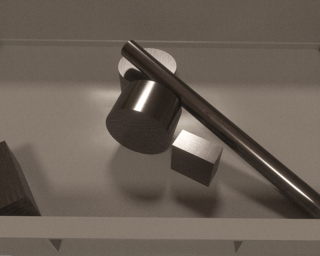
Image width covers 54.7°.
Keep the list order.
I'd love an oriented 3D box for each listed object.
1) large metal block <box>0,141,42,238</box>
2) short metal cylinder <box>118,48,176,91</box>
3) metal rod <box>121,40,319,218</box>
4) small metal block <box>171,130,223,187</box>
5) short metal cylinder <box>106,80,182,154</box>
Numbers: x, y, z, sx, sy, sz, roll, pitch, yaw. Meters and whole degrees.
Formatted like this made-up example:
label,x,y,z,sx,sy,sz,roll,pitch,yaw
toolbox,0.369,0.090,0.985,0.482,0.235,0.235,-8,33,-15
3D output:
label,x,y,z,sx,sy,sz,roll,pitch,yaw
large metal block,-0.184,0.072,0.326,0.081,0.050,0.080,-26,55,-21
short metal cylinder,-0.018,-0.071,0.448,0.081,0.050,0.080,0,50,0
metal rod,0.065,-0.009,0.373,0.300,0.025,0.025,42,61,15
small metal block,0.041,0.036,0.359,0.050,0.050,0.025,24,54,18
short metal cylinder,-0.019,-0.012,0.379,0.080,0.080,0.050,14,52,11
